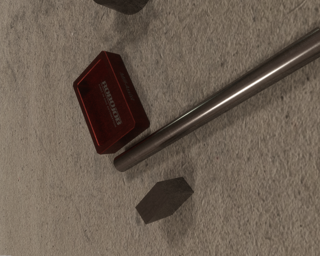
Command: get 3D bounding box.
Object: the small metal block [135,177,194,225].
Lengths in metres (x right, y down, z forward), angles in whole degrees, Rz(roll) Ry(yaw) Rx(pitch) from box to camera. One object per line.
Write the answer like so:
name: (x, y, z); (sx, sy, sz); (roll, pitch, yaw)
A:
small metal block: (0.006, 0.089, 0.382); (0.050, 0.050, 0.025); (-52, 60, 27)

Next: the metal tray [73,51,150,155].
metal tray: (-0.077, -0.037, 0.462); (0.090, 0.030, 0.130); (-37, 68, 33)

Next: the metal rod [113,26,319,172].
metal rod: (0.046, -0.015, 0.365); (0.299, 0.025, 0.025); (-33, 70, 34)

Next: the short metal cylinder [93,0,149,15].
short metal cylinder: (-0.055, -0.205, 0.431); (0.080, 0.050, 0.079); (0, 90, 39)
